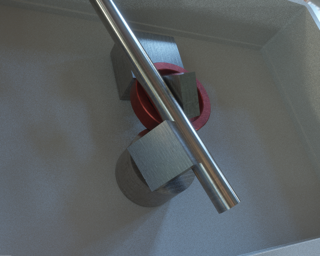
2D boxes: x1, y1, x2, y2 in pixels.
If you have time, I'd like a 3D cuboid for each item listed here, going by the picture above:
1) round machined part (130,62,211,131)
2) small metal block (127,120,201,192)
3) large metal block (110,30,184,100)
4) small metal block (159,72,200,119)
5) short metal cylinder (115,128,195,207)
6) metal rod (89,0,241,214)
[{"bbox_3d":[0.009,-0.029,0.380,0.099,0.042,0.098,14,56,-21],"label":"round machined part"},{"bbox_3d":[0.004,0.027,0.308,0.050,0.050,0.025,59,19,14],"label":"small metal block"},{"bbox_3d":[-0.017,-0.085,0.430,0.081,0.050,0.080,0,62,-29],"label":"large metal block"},{"bbox_3d":[0.017,-0.037,0.359,0.025,0.050,0.050,-19,107,-39],"label":"small metal block"},{"bbox_3d":[-0.005,0.046,0.359,0.081,0.050,0.080,14,56,-21],"label":"short metal cylinder"},{"bbox_3d":[-0.006,-0.046,0.340,0.025,0.025,0.299,-21,73,-36],"label":"metal rod"}]
